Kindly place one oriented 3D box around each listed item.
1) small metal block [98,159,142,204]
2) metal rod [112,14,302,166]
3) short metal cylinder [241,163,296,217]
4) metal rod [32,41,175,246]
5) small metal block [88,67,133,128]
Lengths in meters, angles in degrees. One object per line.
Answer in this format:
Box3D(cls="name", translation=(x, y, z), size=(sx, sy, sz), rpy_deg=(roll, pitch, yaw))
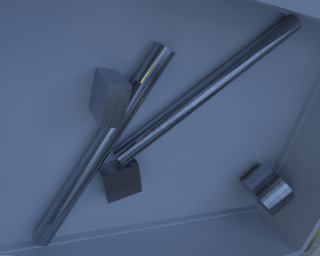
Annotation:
Box3D(cls="small metal block", translation=(-0.055, 0.069, 0.423), size=(0.050, 0.025, 0.050), rpy_deg=(-17, 126, -19))
Box3D(cls="metal rod", translation=(0.064, -0.052, 0.413), size=(0.301, 0.025, 0.025), rpy_deg=(-38, 130, -3))
Box3D(cls="short metal cylinder", translation=(0.189, 0.108, 0.547), size=(0.050, 0.080, 0.080), rpy_deg=(-41, 130, 0))
Box3D(cls="metal rod", translation=(-0.076, 0.028, 0.385), size=(0.025, 0.025, 0.299), rpy_deg=(26, 104, -38))
Box3D(cls="small metal block", translation=(-0.056, -0.034, 0.342), size=(0.025, 0.050, 0.050), rpy_deg=(2, 117, -30))
